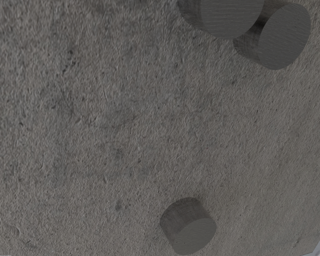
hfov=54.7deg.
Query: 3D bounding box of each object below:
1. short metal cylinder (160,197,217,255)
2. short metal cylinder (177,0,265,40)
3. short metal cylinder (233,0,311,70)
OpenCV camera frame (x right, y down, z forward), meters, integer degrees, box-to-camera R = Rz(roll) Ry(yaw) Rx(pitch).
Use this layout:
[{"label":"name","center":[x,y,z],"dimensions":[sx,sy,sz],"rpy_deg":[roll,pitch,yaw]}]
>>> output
[{"label":"short metal cylinder","center":[0.047,0.164,0.517],"dimensions":[0.081,0.050,0.079],"rpy_deg":[-14,124,-21]},{"label":"short metal cylinder","center":[0.066,-0.143,0.338],"dimensions":[0.081,0.050,0.079],"rpy_deg":[-14,124,-21]},{"label":"short metal cylinder","center":[0.140,-0.120,0.393],"dimensions":[0.081,0.050,0.079],"rpy_deg":[-14,124,-21]}]
